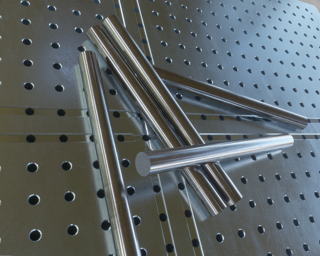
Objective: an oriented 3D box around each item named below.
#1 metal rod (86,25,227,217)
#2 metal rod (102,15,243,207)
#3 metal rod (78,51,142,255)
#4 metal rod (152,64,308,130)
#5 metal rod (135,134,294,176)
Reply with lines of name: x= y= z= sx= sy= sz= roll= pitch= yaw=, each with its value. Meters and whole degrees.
metal rod: x=-0.010 y=-0.017 z=0.414 sx=0.025 sy=0.025 sz=0.299 roll=-26 pitch=76 yaw=-37
metal rod: x=0.014 y=-0.027 z=0.420 sx=0.025 sy=0.025 sz=0.299 roll=-30 pitch=82 yaw=-38
metal rod: x=-0.059 y=0.036 z=0.355 sx=0.025 sy=0.025 sz=0.299 roll=-2 pitch=63 yaw=-30
metal rod: x=0.118 y=-0.046 z=0.501 sx=0.302 sy=0.025 sz=0.025 roll=15 pitch=56 yaw=-20
metal rod: x=0.096 y=0.029 z=0.411 sx=0.302 sy=0.025 sz=0.025 roll=-4 pitch=63 yaw=-41
